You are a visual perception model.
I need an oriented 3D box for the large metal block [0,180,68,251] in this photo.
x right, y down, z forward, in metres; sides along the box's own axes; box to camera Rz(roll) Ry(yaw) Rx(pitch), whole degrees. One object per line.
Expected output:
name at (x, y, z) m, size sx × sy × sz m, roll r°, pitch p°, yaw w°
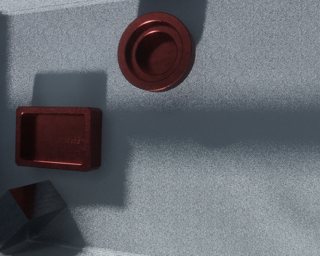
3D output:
large metal block at (-0.199, 0.126, 0.449) m, size 0.080 × 0.080 × 0.050 m, roll -43°, pitch 77°, yaw 15°

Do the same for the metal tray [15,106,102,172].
metal tray at (-0.152, 0.014, 0.459) m, size 0.130 × 0.030 × 0.089 m, roll 2°, pitch 91°, yaw 19°

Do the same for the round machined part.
round machined part at (-0.001, -0.095, 0.401) m, size 0.098 × 0.042 × 0.097 m, roll 0°, pitch 90°, yaw 19°
